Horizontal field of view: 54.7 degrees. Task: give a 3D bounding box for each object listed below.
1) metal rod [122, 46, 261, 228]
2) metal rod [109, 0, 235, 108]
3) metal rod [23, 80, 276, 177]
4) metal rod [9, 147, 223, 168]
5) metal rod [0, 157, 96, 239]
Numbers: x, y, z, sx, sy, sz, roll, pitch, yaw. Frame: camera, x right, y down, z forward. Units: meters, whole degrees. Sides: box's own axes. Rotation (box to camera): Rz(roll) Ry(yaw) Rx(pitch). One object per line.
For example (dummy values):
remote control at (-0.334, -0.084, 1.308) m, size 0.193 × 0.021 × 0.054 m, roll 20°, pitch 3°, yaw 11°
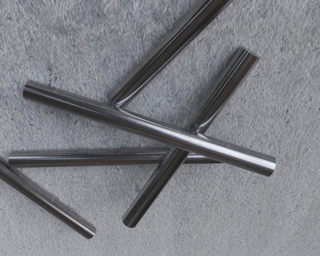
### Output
metal rod at (0.027, 0.029, 0.404) m, size 0.025 × 0.025 × 0.298 m, roll 23°, pitch 118°, yaw -19°
metal rod at (0.048, -0.119, 0.305) m, size 0.025 × 0.025 × 0.299 m, roll 34°, pitch 122°, yaw -26°
metal rod at (-0.012, 0.000, 0.367) m, size 0.302 × 0.025 × 0.025 m, roll 18°, pitch 129°, yaw 0°
metal rod at (-0.059, 0.042, 0.441) m, size 0.302 × 0.025 × 0.025 m, roll -1°, pitch 130°, yaw 1°
metal rod at (-0.205, 0.095, 0.486) m, size 0.025 × 0.025 × 0.300 m, roll -25°, pitch 126°, yaw 19°
